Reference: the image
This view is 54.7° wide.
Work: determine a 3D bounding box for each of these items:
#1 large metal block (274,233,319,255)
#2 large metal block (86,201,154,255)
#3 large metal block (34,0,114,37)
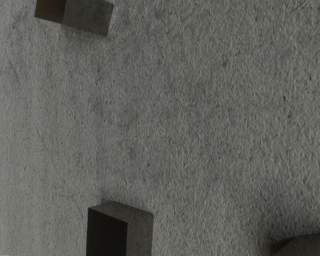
[{"bbox_3d":[0.139,0.137,0.254,0.050,0.081,0.080,-26,74,37],"label":"large metal block"},{"bbox_3d":[-0.058,0.156,0.437,0.080,0.050,0.079,6,94,40],"label":"large metal block"},{"bbox_3d":[-0.133,-0.182,0.479,0.080,0.081,0.050,25,106,37],"label":"large metal block"}]
